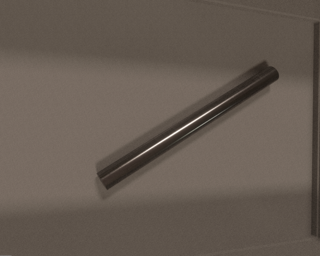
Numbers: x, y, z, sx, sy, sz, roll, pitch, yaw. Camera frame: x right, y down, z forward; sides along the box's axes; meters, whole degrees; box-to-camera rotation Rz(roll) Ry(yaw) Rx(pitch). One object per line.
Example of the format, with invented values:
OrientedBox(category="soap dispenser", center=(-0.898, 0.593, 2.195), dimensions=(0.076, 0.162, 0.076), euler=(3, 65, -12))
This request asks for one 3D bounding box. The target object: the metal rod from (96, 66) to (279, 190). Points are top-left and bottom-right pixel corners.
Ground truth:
OrientedBox(category="metal rod", center=(0.050, -0.008, 0.430), dimensions=(0.302, 0.025, 0.025), euler=(-32, 101, -18))
